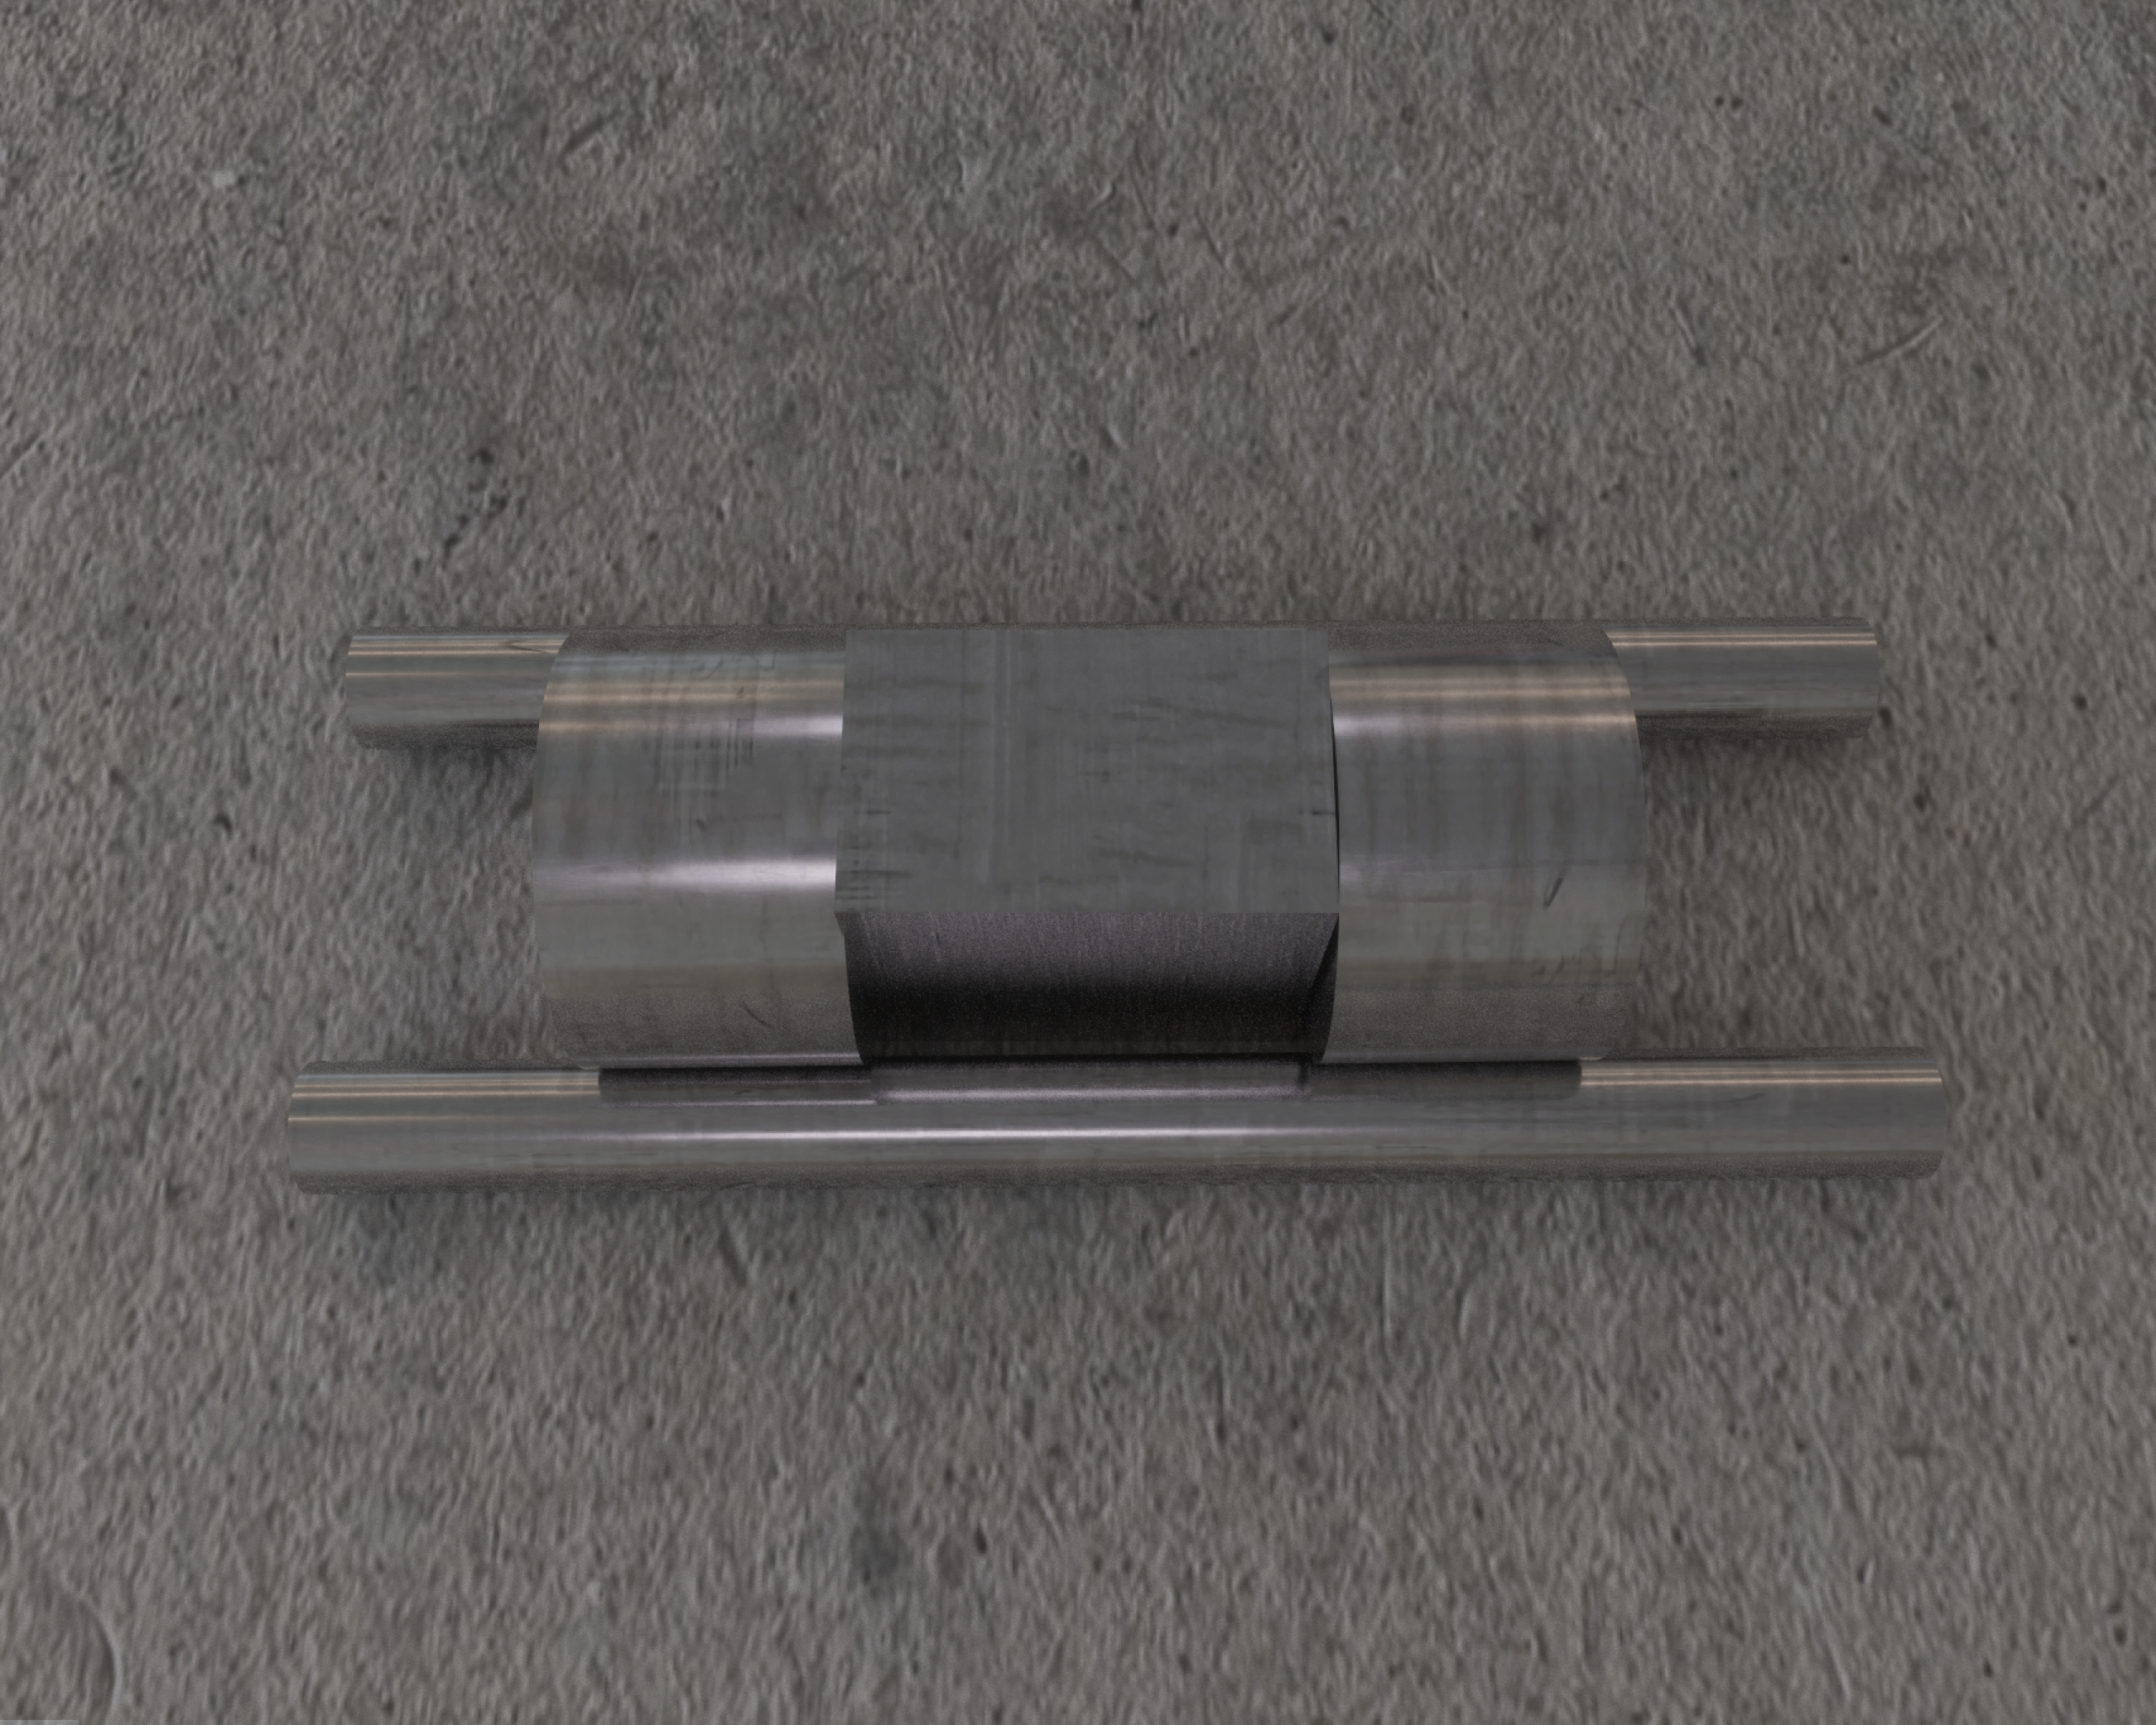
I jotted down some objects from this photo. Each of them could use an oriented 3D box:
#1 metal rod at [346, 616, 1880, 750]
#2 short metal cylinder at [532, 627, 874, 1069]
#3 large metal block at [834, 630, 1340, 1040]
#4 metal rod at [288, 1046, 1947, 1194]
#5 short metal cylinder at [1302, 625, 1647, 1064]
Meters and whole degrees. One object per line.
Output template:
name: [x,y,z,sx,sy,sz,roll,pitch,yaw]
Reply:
metal rod: [0.007,-0.036,0.423,0.302,0.025,0.025,0,70,-1]
short metal cylinder: [-0.064,-0.003,0.380,0.050,0.080,0.080,-1,70,0]
large metal block: [0.002,-0.002,0.378,0.081,0.080,0.050,0,70,0]
metal rod: [0.008,0.048,0.392,0.302,0.025,0.025,0,70,-1]
short metal cylinder: [0.068,-0.003,0.381,0.050,0.080,0.080,-1,70,0]
